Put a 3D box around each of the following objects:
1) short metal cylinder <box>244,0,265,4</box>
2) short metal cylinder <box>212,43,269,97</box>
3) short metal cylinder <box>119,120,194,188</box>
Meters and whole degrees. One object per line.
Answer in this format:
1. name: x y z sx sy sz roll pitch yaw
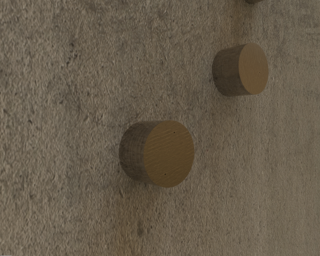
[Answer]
1. short metal cylinder: 0.175 -0.262 0.534 0.081 0.050 0.080 0 90 -40
2. short metal cylinder: 0.130 -0.092 0.496 0.081 0.050 0.080 0 90 -40
3. short metal cylinder: -0.003 0.030 0.385 0.081 0.050 0.080 0 90 -40
